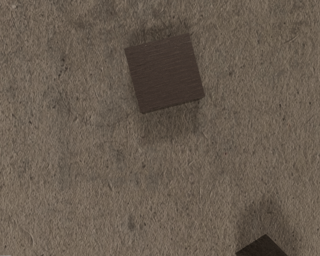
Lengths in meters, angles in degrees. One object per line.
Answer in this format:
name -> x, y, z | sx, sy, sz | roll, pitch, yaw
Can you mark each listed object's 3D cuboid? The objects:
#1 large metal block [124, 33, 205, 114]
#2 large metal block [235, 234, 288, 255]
large metal block -> 0.006, -0.067, 0.398 | 0.080, 0.050, 0.080 | -14, 90, -1
large metal block -> 0.146, 0.192, 0.385 | 0.050, 0.080, 0.080 | -32, 90, 0
